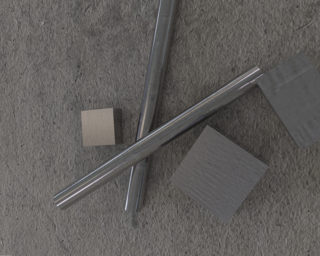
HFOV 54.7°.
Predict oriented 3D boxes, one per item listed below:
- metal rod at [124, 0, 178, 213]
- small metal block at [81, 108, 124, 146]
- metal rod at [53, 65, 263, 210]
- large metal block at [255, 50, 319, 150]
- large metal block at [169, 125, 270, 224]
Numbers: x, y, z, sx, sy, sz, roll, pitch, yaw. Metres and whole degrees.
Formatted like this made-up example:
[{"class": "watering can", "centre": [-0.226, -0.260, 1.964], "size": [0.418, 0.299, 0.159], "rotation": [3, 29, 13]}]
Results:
[{"class": "metal rod", "centre": [-0.012, -0.036, 0.413], "size": [0.025, 0.025, 0.298], "rotation": [11, 94, 19]}, {"class": "small metal block", "centre": [-0.081, -0.001, 0.438], "size": [0.050, 0.025, 0.050], "rotation": [-4, 89, 20]}, {"class": "metal rod", "centre": [-0.006, 0.016, 0.387], "size": [0.300, 0.025, 0.025], "rotation": [-33, 79, 8]}, {"class": "large metal block", "centre": [0.147, -0.027, 0.328], "size": [0.050, 0.080, 0.080], "rotation": [-33, 80, 17]}, {"class": "large metal block", "centre": [0.072, 0.051, 0.370], "size": [0.080, 0.050, 0.080], "rotation": [36, 101, 16]}]
